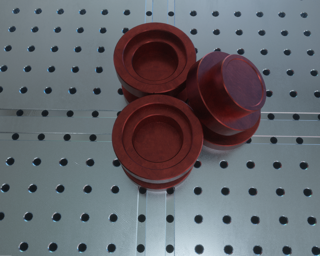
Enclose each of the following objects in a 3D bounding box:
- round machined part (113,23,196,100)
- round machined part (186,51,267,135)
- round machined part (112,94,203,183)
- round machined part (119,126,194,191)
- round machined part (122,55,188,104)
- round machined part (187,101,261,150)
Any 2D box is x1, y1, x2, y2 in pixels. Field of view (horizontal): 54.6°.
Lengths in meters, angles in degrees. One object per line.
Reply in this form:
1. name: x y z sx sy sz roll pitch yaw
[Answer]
1. round machined part: -0.006 -0.078 0.386 0.099 0.042 0.098 0 70 0
2. round machined part: 0.081 -0.044 0.352 0.099 0.042 0.098 12 66 -30
3. round machined part: -0.003 0.014 0.352 0.099 0.042 0.098 0 70 0
4. round machined part: -0.003 0.029 0.393 0.099 0.042 0.098 0 70 0
5. round machined part: -0.004 -0.064 0.427 0.099 0.042 0.098 0 70 0
6. round machined part: 0.085 -0.023 0.412 0.099 0.042 0.098 0 70 0
